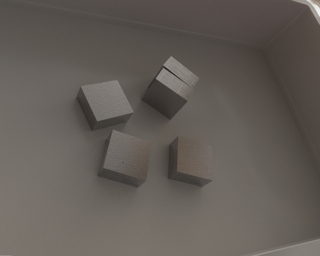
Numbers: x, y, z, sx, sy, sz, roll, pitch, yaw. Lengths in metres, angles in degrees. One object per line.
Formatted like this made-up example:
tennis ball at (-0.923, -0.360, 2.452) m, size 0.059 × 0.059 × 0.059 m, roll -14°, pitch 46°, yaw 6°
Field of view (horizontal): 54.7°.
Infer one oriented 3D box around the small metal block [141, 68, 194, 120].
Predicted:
small metal block at (0.010, -0.045, 0.422) m, size 0.050 × 0.050 × 0.025 m, roll 34°, pitch 52°, yaw -6°

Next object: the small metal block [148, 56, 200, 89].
small metal block at (0.019, -0.064, 0.439) m, size 0.050 × 0.050 × 0.025 m, roll 38°, pitch 51°, yaw -3°

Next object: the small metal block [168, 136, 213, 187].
small metal block at (0.039, 0.043, 0.400) m, size 0.050 × 0.025 × 0.050 m, roll 17°, pitch 55°, yaw -19°

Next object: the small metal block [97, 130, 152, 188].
small metal block at (-0.040, 0.036, 0.362) m, size 0.050 × 0.025 × 0.050 m, roll 20°, pitch 54°, yaw -17°

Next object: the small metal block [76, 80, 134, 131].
small metal block at (-0.069, -0.029, 0.386) m, size 0.050 × 0.025 × 0.050 m, roll -17°, pitch 71°, yaw -35°
